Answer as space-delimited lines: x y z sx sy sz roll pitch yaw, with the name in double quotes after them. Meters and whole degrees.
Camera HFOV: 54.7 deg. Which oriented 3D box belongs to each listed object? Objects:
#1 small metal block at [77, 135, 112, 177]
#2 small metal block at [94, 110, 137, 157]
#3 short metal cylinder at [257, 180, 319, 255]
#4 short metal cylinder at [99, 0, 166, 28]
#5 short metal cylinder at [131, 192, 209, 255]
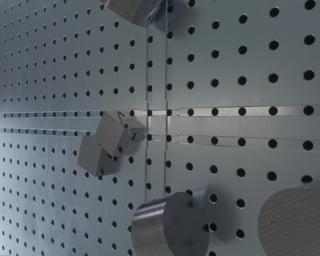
-0.103 0.044 0.495 0.050 0.025 0.050 24 105 37 "small metal block"
-0.068 0.008 0.465 0.050 0.025 0.050 39 113 33 "small metal block"
0.137 0.090 0.280 0.080 0.050 0.079 0 90 40 "short metal cylinder"
-0.035 -0.175 0.402 0.080 0.081 0.050 50 120 28 "short metal cylinder"
0.013 0.120 0.363 0.050 0.081 0.080 -27 73 37 "short metal cylinder"
